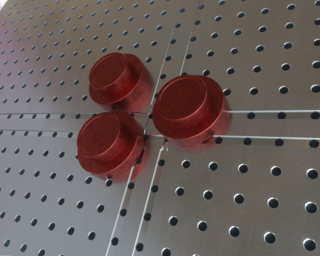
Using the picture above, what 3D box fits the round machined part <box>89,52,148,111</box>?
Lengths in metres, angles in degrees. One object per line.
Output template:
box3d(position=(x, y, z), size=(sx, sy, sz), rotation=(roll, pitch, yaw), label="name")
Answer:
box3d(position=(-0.071, -0.079, 0.484), size=(0.098, 0.042, 0.098), rotation=(-13, 56, 21), label="round machined part")

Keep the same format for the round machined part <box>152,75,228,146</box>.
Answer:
box3d(position=(0.034, -0.029, 0.398), size=(0.098, 0.042, 0.098), rotation=(-13, 56, 21), label="round machined part")

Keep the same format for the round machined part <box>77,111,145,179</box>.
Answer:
box3d(position=(-0.074, 0.017, 0.427), size=(0.098, 0.042, 0.098), rotation=(-13, 56, 21), label="round machined part")
